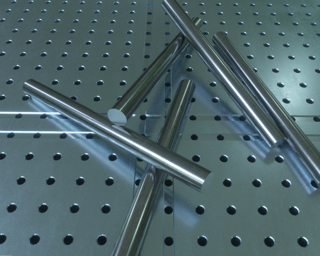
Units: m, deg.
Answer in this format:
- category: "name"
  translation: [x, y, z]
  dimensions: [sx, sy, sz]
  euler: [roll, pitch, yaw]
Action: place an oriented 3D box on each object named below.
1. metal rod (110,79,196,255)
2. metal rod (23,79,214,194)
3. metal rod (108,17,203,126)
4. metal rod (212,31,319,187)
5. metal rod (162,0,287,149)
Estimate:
- category: "metal rod"
  translation: [-0.003, 0.047, 0.368]
  dimensions: [0.025, 0.025, 0.300]
  euler: [14, 51, 11]
- category: "metal rod"
  translation: [-0.071, -0.002, 0.386]
  dimensions: [0.300, 0.025, 0.025]
  euler: [26, 54, 28]
- category: "metal rod"
  translation: [0.009, -0.102, 0.465]
  dimensions: [0.025, 0.025, 0.301]
  euler: [18, 44, 14]
- category: "metal rod"
  translation: [0.148, -0.048, 0.449]
  dimensions: [0.025, 0.025, 0.299]
  euler: [-14, 51, -12]
- category: "metal rod"
  translation: [0.082, -0.096, 0.459]
  dimensions: [0.025, 0.025, 0.299]
  euler: [-22, 63, -17]
